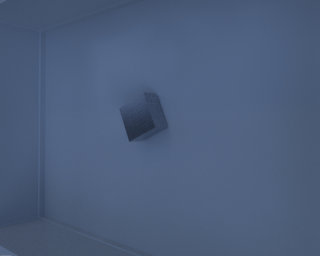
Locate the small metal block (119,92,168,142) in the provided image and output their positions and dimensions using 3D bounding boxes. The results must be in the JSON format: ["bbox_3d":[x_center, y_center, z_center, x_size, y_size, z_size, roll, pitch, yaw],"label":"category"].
[{"bbox_3d":[-0.023,-0.014,0.419,0.050,0.025,0.050,-29,72,36],"label":"small metal block"}]
